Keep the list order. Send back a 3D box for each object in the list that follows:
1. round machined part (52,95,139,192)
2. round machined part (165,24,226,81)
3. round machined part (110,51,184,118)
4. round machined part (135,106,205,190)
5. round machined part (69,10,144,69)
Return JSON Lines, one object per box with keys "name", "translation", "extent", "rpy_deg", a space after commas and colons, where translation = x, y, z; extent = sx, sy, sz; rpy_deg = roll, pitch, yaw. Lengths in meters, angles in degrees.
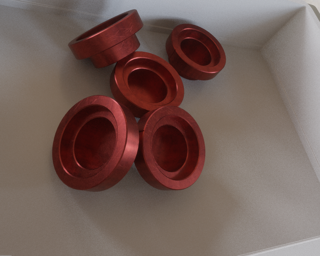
{"name": "round machined part", "translation": [-0.063, 0.018, 0.327], "extent": [0.042, 0.098, 0.098], "rpy_deg": [29, 42, -56]}
{"name": "round machined part", "translation": [0.053, -0.115, 0.495], "extent": [0.099, 0.042, 0.098], "rpy_deg": [14, 56, -21]}
{"name": "round machined part", "translation": [-0.021, -0.052, 0.417], "extent": [0.099, 0.042, 0.098], "rpy_deg": [14, 56, -21]}
{"name": "round machined part", "translation": [0.006, 0.025, 0.370], "extent": [0.099, 0.042, 0.098], "rpy_deg": [11, 73, -39]}
{"name": "round machined part", "translation": [-0.065, -0.113, 0.404], "extent": [0.098, 0.098, 0.042], "rpy_deg": [-51, 124, -39]}
